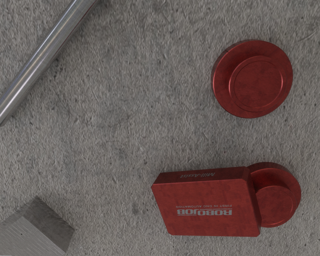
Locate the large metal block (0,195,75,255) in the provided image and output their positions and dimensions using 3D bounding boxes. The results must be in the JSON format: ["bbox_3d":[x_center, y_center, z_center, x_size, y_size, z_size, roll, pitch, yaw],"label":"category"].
[{"bbox_3d":[-0.189,0.161,0.454,0.080,0.050,0.080,-37,106,12],"label":"large metal block"}]

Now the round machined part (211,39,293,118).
[{"bbox_3d":[0.115,-0.057,0.381,0.099,0.042,0.097,0,110,0],"label":"round machined part"}]

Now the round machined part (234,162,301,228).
[{"bbox_3d":[0.152,0.101,0.439,0.099,0.042,0.097,0,110,0],"label":"round machined part"}]

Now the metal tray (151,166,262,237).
[{"bbox_3d":[0.062,0.102,0.421,0.130,0.030,0.090,-9,112,26],"label":"metal tray"}]

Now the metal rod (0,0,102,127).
[{"bbox_3d":[-0.114,-0.115,0.366,0.025,0.025,0.299,40,105,-14],"label":"metal rod"}]
